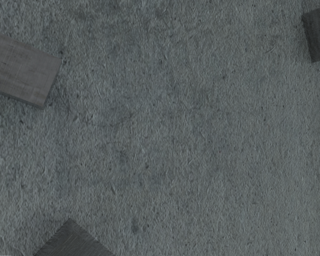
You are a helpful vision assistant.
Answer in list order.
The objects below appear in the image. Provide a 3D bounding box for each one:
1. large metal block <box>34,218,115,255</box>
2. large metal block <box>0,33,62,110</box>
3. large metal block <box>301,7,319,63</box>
[{"bbox_3d":[-0.102,0.167,0.358,0.080,0.050,0.080,46,76,-14],"label":"large metal block"},{"bbox_3d":[-0.153,-0.058,0.323,0.080,0.080,0.050,22,83,-19],"label":"large metal block"},{"bbox_3d":[0.287,-0.157,0.501,0.081,0.050,0.080,-18,96,-19],"label":"large metal block"}]
